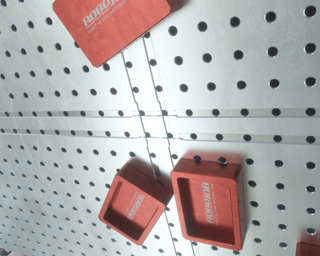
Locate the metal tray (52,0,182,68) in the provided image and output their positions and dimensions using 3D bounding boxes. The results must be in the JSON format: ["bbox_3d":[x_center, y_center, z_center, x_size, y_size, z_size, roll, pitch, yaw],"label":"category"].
[{"bbox_3d":[-0.052,-0.137,0.349,0.130,0.030,0.090,-25,105,36],"label":"metal tray"}]

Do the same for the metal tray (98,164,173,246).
[{"bbox_3d":[-0.044,0.129,0.508,0.090,0.030,0.129,31,128,7],"label":"metal tray"}]

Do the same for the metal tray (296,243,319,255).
[{"bbox_3d":[0.247,0.205,0.404,0.130,0.030,0.089,3,120,26],"label":"metal tray"}]

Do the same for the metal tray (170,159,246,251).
[{"bbox_3d":[0.070,0.109,0.437,0.090,0.030,0.129,3,120,26],"label":"metal tray"}]
